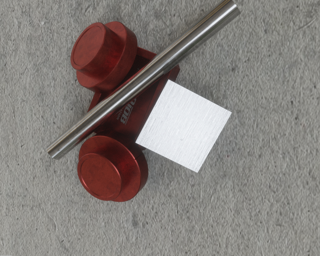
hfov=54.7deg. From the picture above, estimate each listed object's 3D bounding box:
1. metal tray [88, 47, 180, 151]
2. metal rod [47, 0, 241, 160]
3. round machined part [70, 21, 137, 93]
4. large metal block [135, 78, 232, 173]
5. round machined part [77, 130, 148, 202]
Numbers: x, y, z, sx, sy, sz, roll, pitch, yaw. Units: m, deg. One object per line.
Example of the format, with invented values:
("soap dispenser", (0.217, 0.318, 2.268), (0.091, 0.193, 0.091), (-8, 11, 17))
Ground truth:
("metal tray", (-0.040, -0.043, 0.421), (0.090, 0.030, 0.129), (26, 98, 18))
("metal rod", (-0.032, -0.053, 0.390), (0.300, 0.025, 0.025), (-37, 78, 16))
("round machined part", (-0.080, -0.098, 0.408), (0.098, 0.042, 0.098), (-19, 59, 34))
("large metal block", (0.026, -0.005, 0.372), (0.080, 0.050, 0.080), (27, 99, -7))
("round machined part", (-0.068, 0.056, 0.407), (0.098, 0.042, 0.097), (10, 115, 23))
